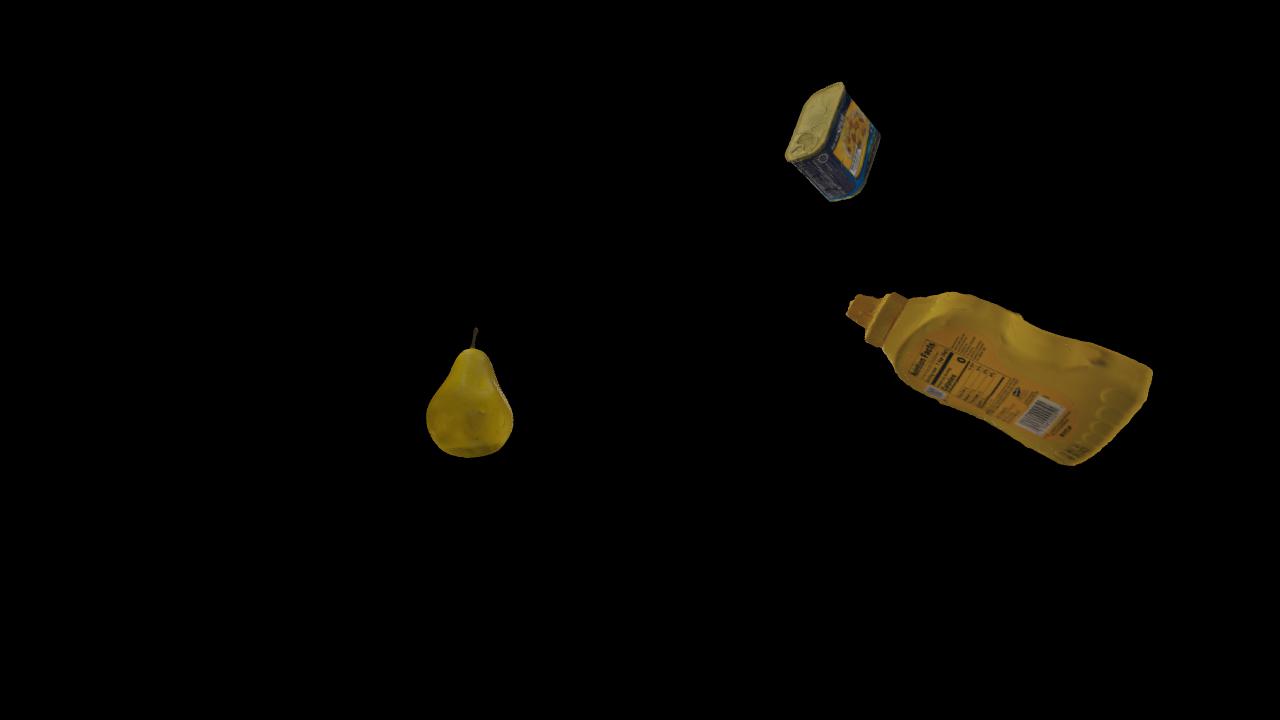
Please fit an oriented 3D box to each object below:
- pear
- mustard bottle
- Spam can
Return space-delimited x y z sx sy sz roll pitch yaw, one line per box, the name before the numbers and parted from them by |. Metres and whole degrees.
pear | -0.153 0.029 0.554 0.080 0.111 0.080 -4 -24 -2
mustard bottle | 0.234 -0.001 0.434 0.184 0.054 0.092 29 -28 21
Spam can | 0.225 -0.247 0.708 0.085 0.101 0.058 32 -17 -30
